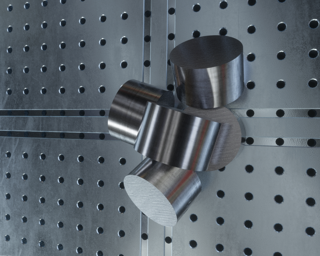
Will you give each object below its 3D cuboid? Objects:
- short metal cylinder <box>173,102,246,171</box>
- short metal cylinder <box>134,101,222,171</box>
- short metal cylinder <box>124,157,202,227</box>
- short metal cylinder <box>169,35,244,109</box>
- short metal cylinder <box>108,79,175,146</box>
[{"bbox_3d":[0.061,0.010,0.377,0.080,0.050,0.080,0,89,20],"label":"short metal cylinder"},{"bbox_3d":[0.018,0.007,0.323,0.080,0.080,0.050,19,96,19],"label":"short metal cylinder"},{"bbox_3d":[0.003,0.072,0.376,0.080,0.050,0.080,29,142,26],"label":"short metal cylinder"},{"bbox_3d":[0.055,-0.066,0.356,0.080,0.080,0.050,2,131,20],"label":"short metal cylinder"},{"bbox_3d":[-0.022,-0.016,0.391,0.050,0.080,0.080,20,97,19],"label":"short metal cylinder"}]
